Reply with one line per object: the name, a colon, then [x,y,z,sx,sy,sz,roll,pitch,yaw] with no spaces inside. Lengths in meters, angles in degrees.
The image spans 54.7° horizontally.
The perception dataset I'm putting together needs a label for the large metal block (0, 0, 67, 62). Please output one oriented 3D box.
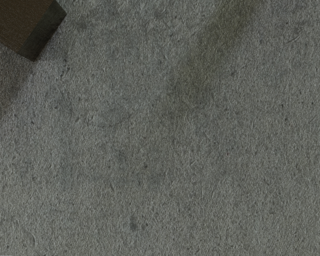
large metal block: [-0.182,-0.145,0.396,0.080,0.050,0.080,34,90,0]
